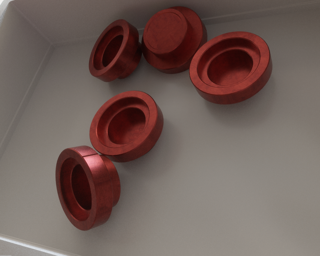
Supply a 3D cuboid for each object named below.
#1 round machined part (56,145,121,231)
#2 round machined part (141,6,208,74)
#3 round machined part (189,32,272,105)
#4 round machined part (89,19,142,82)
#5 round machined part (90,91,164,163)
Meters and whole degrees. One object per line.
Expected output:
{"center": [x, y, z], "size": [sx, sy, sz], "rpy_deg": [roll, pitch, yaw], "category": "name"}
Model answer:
{"center": [-0.084, 0.069, 0.374], "size": [0.098, 0.042, 0.097], "rpy_deg": [10, 104, 46], "category": "round machined part"}
{"center": [0.015, -0.132, 0.449], "size": [0.098, 0.042, 0.098], "rpy_deg": [-5, 77, 26], "category": "round machined part"}
{"center": [0.090, -0.070, 0.390], "size": [0.098, 0.042, 0.098], "rpy_deg": [-13, 56, 20], "category": "round machined part"}
{"center": [-0.065, -0.116, 0.486], "size": [0.098, 0.042, 0.098], "rpy_deg": [-24, 54, 38], "category": "round machined part"}
{"center": [-0.040, 0.002, 0.412], "size": [0.098, 0.042, 0.098], "rpy_deg": [-12, 55, 19], "category": "round machined part"}
